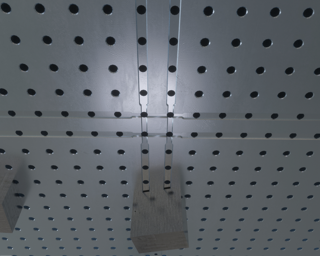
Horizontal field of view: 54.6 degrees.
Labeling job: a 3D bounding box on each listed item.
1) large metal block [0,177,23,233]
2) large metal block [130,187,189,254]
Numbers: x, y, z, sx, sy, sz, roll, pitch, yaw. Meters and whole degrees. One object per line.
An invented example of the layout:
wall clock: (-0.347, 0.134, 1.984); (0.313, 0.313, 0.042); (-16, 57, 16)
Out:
large metal block: (-0.277, 0.122, 0.497); (0.080, 0.050, 0.080); (5, 130, -4)
large metal block: (0.000, 0.148, 0.501); (0.080, 0.080, 0.050); (-10, 129, 8)
